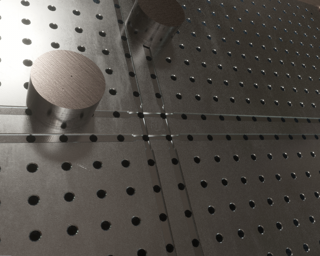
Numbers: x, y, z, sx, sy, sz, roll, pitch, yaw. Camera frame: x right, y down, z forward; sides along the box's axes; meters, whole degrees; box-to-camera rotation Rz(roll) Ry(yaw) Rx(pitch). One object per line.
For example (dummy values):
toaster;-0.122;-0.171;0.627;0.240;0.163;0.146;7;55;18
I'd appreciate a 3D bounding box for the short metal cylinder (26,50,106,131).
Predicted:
short metal cylinder;-0.110;-0.043;0.360;0.081;0.050;0.080;14;56;-21

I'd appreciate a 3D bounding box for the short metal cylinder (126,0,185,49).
short metal cylinder;-0.008;-0.175;0.497;0.081;0.050;0.080;14;56;-21
